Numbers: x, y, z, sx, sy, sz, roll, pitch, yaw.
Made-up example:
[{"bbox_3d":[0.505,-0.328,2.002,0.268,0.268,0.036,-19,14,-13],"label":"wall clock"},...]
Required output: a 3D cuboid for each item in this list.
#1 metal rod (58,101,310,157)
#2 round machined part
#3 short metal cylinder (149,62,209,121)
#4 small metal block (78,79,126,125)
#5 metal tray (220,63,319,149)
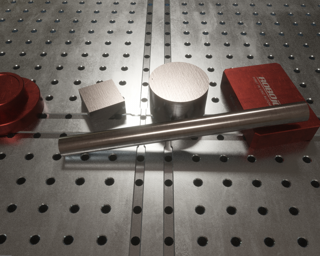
[{"bbox_3d":[0.027,0.001,0.381,0.302,0.025,0.025,-8,50,2],"label":"metal rod"},{"bbox_3d":[-0.217,-0.040,0.427,0.099,0.042,0.098,0,50,0],"label":"round machined part"},{"bbox_3d":[0.025,-0.047,0.431,0.081,0.050,0.080,0,50,0],"label":"short metal cylinder"},{"bbox_3d":[-0.082,-0.038,0.439,0.050,0.025,0.050,-21,53,-17],"label":"small metal block"},{"bbox_3d":[0.150,-0.036,0.437,0.091,0.030,0.130,-8,51,-8],"label":"metal tray"}]
